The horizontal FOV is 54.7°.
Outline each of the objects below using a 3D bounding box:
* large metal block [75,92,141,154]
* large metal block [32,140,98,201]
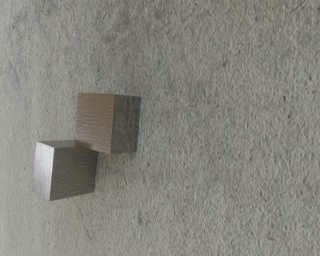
[{"bbox_3d":[-0.077,-0.009,0.453,0.080,0.050,0.079,8,95,39],"label":"large metal block"},{"bbox_3d":[-0.149,0.063,0.493,0.050,0.081,0.079,12,98,39],"label":"large metal block"}]
